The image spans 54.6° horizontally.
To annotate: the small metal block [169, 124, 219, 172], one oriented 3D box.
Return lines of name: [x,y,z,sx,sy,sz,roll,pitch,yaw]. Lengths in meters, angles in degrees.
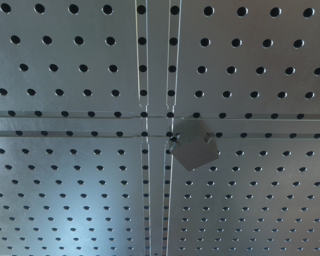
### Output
small metal block: [0.048,0.029,0.436,0.050,0.025,0.050,-27,125,21]
